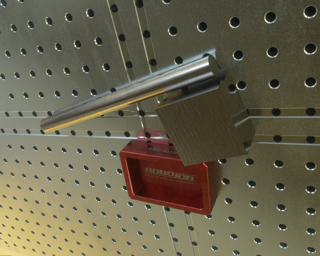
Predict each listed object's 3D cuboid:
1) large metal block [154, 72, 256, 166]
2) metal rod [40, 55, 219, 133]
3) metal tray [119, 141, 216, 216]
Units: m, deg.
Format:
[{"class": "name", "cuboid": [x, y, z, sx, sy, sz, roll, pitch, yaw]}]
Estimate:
[{"class": "large metal block", "cuboid": [0.054, -0.008, 0.361, 0.080, 0.050, 0.080, -16, 110, 34]}, {"class": "metal rod", "cuboid": [-0.062, -0.036, 0.419, 0.300, 0.025, 0.025, -15, 111, 33]}, {"class": "metal tray", "cuboid": [0.011, 0.070, 0.443, 0.130, 0.030, 0.089, 6, 121, 24]}]
